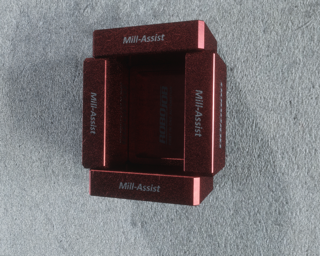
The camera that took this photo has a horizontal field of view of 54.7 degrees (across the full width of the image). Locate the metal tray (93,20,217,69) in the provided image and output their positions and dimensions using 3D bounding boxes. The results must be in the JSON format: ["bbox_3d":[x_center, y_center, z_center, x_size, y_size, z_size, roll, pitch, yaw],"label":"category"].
[{"bbox_3d":[-0.003,-0.096,0.375,0.130,0.090,0.030,1,91,19],"label":"metal tray"}]

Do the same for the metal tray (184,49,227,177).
[{"bbox_3d":[0.055,-0.015,0.355,0.030,0.090,0.129,1,90,20],"label":"metal tray"}]

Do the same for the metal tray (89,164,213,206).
[{"bbox_3d":[-0.007,0.063,0.377,0.130,0.090,0.030,1,91,19],"label":"metal tray"}]

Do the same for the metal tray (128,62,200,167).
[{"bbox_3d":[0.007,-0.017,0.404,0.090,0.030,0.129,1,90,19],"label":"metal tray"}]

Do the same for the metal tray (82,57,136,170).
[{"bbox_3d":[-0.060,-0.017,0.395,0.030,0.090,0.129,1,90,20],"label":"metal tray"}]
